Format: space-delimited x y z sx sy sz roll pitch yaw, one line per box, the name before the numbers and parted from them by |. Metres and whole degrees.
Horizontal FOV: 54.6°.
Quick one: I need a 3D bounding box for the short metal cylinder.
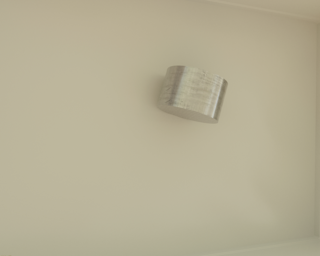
short metal cylinder | 0.041 -0.041 0.396 0.080 0.080 0.050 17 84 -19
